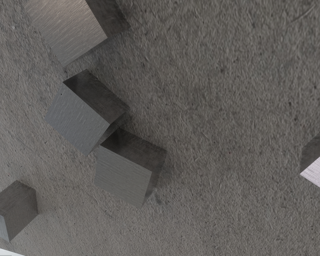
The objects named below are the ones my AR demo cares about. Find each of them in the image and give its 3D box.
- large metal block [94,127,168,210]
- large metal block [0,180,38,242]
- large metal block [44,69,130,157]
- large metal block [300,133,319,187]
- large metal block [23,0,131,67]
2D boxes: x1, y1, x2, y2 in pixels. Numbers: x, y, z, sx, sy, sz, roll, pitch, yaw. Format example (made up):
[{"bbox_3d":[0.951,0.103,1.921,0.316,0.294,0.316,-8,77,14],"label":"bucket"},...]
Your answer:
[{"bbox_3d":[-0.044,0.058,0.450,0.080,0.050,0.079,25,128,12],"label":"large metal block"},{"bbox_3d":[-0.302,0.169,0.635,0.050,0.080,0.079,21,127,15],"label":"large metal block"},{"bbox_3d":[-0.103,-0.020,0.433,0.080,0.050,0.080,42,129,-1],"label":"large metal block"},{"bbox_3d":[0.200,0.030,0.304,0.080,0.050,0.079,34,129,5],"label":"large metal block"},{"bbox_3d":[-0.096,-0.130,0.361,0.080,0.050,0.080,-20,108,35],"label":"large metal block"}]
